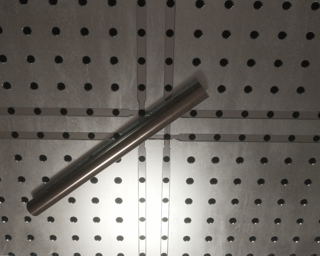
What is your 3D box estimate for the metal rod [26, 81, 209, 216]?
[{"bbox_3d":[-0.065,0.034,0.425,0.300,0.025,0.025,-35,107,11],"label":"metal rod"}]
